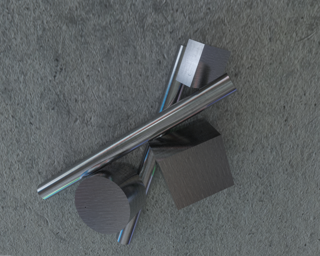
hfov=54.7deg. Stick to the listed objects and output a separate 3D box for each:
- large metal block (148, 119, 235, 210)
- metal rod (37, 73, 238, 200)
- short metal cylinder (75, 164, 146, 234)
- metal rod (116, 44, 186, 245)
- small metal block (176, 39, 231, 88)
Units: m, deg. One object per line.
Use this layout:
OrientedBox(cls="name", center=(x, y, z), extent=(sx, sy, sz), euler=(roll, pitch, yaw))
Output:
OrientedBox(cls="large metal block", center=(0.041, 0.046, 0.399), extent=(0.080, 0.050, 0.080), euler=(-23, 118, -5))
OrientedBox(cls="metal rod", center=(-0.041, 0.019, 0.399), extent=(0.300, 0.025, 0.025), euler=(-30, 108, 17))
OrientedBox(cls="short metal cylinder", center=(-0.066, 0.094, 0.418), extent=(0.080, 0.050, 0.079), euler=(5, 104, 19))
OrientedBox(cls="metal rod", center=(-0.010, 0.035, 0.423), extent=(0.025, 0.025, 0.298), euler=(16, 109, -6))
OrientedBox(cls="small metal block", center=(0.052, -0.075, 0.371), extent=(0.050, 0.025, 0.050), euler=(-1, 116, -43))
